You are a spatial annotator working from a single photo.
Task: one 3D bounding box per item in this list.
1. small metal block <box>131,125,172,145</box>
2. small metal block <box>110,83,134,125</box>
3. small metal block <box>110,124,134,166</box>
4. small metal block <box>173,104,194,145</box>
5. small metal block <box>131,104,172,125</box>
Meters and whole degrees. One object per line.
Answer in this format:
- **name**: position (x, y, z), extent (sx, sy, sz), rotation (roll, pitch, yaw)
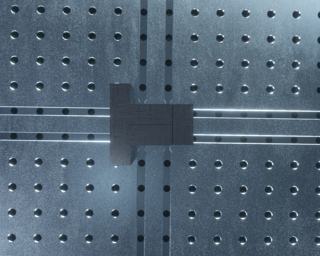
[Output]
- **small metal block**: position (-0.010, 0.008, 0.400), extent (0.050, 0.050, 0.025), rotation (0, 90, -1)
- **small metal block**: position (-0.048, -0.029, 0.399), extent (0.025, 0.050, 0.050), rotation (0, 90, 0)
- **small metal block**: position (-0.048, 0.020, 0.400), extent (0.025, 0.050, 0.050), rotation (0, 90, 0)
- **small metal block**: position (0.028, -0.004, 0.401), extent (0.025, 0.050, 0.050), rotation (0, 90, 0)
- **small metal block**: position (-0.010, -0.017, 0.400), extent (0.050, 0.050, 0.025), rotation (0, 90, -1)
